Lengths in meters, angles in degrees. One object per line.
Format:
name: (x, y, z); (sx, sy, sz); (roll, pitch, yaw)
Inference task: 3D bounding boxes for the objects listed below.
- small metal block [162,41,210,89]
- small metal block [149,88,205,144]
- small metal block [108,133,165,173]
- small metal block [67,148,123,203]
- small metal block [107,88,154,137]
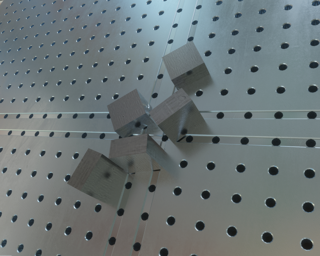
small metal block: (0.036, -0.090, 0.443); (0.050, 0.025, 0.050); (-27, 53, 11)
small metal block: (0.022, -0.014, 0.388); (0.050, 0.050, 0.025); (-37, 51, 3)
small metal block: (-0.028, 0.033, 0.385); (0.050, 0.050, 0.025); (-11, 58, 22)
small metal block: (-0.081, 0.061, 0.396); (0.025, 0.050, 0.050); (17, 71, 34)
small metal block: (-0.043, -0.020, 0.442); (0.050, 0.025, 0.050); (-29, 52, 9)
